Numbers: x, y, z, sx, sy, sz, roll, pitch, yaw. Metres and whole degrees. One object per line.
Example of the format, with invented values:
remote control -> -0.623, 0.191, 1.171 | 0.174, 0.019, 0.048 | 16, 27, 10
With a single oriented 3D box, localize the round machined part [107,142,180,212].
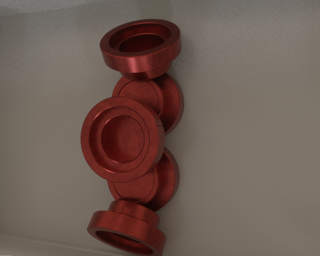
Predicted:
round machined part -> -0.027, 0.065, 0.408 | 0.098, 0.042, 0.097 | 0, 90, 19

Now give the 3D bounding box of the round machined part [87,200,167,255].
round machined part -> -0.038, 0.126, 0.393 | 0.098, 0.098, 0.042 | 7, 55, 19

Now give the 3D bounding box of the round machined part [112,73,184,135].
round machined part -> -0.021, -0.033, 0.406 | 0.098, 0.042, 0.097 | 0, 90, 19

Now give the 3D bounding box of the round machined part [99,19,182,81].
round machined part -> -0.022, -0.095, 0.387 | 0.098, 0.098, 0.042 | 8, 135, 19

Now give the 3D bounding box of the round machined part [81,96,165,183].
round machined part -> -0.040, 0.013, 0.367 | 0.098, 0.042, 0.097 | 0, 90, 19
